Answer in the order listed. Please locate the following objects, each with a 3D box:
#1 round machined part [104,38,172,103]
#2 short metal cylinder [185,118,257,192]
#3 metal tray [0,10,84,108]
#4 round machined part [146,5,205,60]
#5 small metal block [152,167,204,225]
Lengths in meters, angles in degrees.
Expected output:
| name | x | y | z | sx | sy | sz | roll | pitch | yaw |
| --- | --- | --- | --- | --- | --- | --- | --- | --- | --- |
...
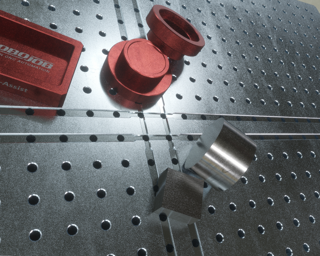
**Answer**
| name | x | y | z | sx | sy | sz | roll | pitch | yaw |
| --- | --- | --- | --- | --- | --- | --- | --- | --- | --- |
| round machined part | -0.026 | -0.087 | 0.438 | 0.099 | 0.042 | 0.098 | 14 | 56 | -21 |
| short metal cylinder | 0.076 | 0.033 | 0.395 | 0.050 | 0.080 | 0.080 | 36 | 51 | -5 |
| metal tray | -0.167 | -0.086 | 0.367 | 0.131 | 0.030 | 0.090 | 19 | 54 | -18 |
| round machined part | 0.019 | -0.144 | 0.485 | 0.098 | 0.042 | 0.098 | 27 | 35 | -20 |
| small metal block | 0.023 | 0.082 | 0.372 | 0.050 | 0.025 | 0.050 | 22 | 53 | -15 |
